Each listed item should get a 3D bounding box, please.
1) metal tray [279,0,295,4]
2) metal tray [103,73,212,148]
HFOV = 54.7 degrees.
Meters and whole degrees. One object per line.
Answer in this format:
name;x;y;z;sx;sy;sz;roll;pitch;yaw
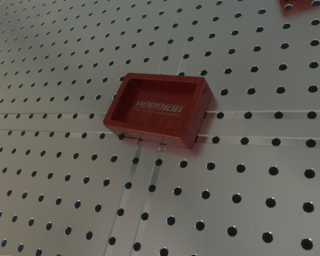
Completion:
metal tray;0.206;-0.247;0.448;0.090;0.030;0.130;-14;56;20
metal tray;-0.005;-0.028;0.423;0.130;0.030;0.090;9;66;31
